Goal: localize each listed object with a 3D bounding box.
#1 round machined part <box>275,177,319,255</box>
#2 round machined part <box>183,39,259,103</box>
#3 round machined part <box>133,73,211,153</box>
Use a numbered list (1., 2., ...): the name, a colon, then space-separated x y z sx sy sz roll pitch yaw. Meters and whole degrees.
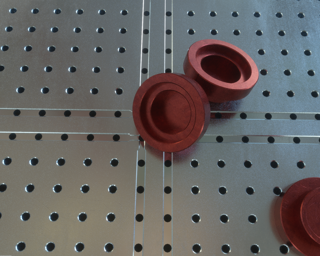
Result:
1. round machined part: 0.192 0.106 0.366 0.099 0.042 0.098 0 70 -1
2. round machined part: 0.078 -0.072 0.418 0.099 0.042 0.098 9 51 -11
3. round machined part: 0.018 -0.021 0.393 0.098 0.042 0.097 6 102 27
